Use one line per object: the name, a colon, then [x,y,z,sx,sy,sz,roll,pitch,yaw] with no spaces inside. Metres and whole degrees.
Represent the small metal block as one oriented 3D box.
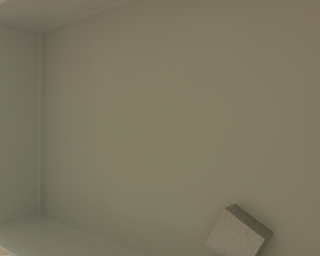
small metal block: [0.085,0.120,0.336,0.050,0.025,0.050,35,111,34]
